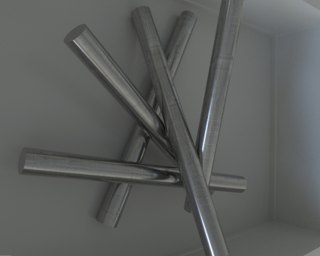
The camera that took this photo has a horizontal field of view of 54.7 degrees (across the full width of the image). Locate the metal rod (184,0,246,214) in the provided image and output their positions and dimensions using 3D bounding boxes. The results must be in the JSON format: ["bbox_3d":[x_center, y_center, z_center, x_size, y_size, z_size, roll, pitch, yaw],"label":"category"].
[{"bbox_3d":[0.064,-0.045,0.349,0.025,0.025,0.298,0,104,-40],"label":"metal rod"}]

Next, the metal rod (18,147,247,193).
[{"bbox_3d":[-0.004,0.056,0.366,0.302,0.025,0.025,12,82,-35],"label":"metal rod"}]

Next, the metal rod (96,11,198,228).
[{"bbox_3d":[-0.010,-0.024,0.397,0.025,0.025,0.299,33,69,-35],"label":"metal rod"}]

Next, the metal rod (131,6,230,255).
[{"bbox_3d":[0.018,-0.005,0.357,0.025,0.025,0.299,-7,74,-40],"label":"metal rod"}]

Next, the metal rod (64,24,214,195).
[{"bbox_3d":[-0.002,0.005,0.370,0.300,0.025,0.025,50,60,-40],"label":"metal rod"}]
